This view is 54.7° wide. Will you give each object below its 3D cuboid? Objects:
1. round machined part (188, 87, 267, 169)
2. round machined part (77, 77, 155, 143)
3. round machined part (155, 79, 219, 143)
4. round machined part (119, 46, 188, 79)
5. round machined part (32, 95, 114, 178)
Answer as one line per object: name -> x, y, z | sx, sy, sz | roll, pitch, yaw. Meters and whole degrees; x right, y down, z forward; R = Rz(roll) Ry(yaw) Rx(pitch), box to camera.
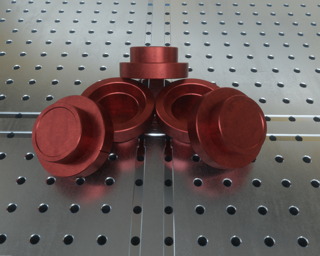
round machined part -> 0.085, -0.001, 0.364 | 0.099, 0.042, 0.097 | 5, 79, -25
round machined part -> -0.056, -0.019, 0.411 | 0.099, 0.042, 0.098 | 0, 50, 0
round machined part -> 0.043, -0.018, 0.412 | 0.099, 0.042, 0.098 | 0, 50, 0
round machined part -> -0.009, -0.094, 0.442 | 0.099, 0.042, 0.098 | 0, 12, 0
round machined part -> -0.107, 0.008, 0.358 | 0.098, 0.042, 0.098 | -5, 76, 21
